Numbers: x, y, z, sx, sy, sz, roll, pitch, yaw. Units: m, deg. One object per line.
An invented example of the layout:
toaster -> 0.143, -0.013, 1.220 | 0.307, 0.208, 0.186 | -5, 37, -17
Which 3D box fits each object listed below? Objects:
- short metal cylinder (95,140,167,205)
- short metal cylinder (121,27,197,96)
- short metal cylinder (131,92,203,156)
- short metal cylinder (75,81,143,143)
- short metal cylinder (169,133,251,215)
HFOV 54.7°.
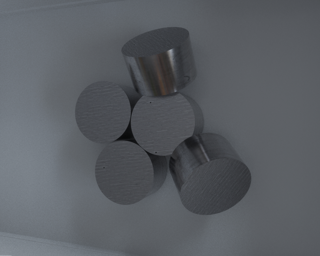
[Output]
short metal cylinder -> -0.037, 0.055, 0.407 | 0.080, 0.050, 0.079 | 0, 90, 19
short metal cylinder -> 0.000, -0.081, 0.371 | 0.080, 0.080, 0.050 | -3, 127, 19
short metal cylinder -> 0.011, -0.007, 0.391 | 0.080, 0.050, 0.079 | 0, 90, 19
short metal cylinder -> -0.065, -0.020, 0.417 | 0.080, 0.050, 0.079 | 0, 90, 19
short metal cylinder -> 0.055, 0.052, 0.354 | 0.081, 0.050, 0.079 | -7, 122, -11
